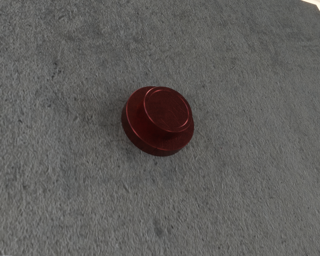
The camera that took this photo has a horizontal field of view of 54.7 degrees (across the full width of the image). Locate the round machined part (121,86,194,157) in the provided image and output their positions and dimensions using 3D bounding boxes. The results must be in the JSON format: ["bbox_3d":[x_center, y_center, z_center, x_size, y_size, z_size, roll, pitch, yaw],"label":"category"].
[{"bbox_3d":[0.003,-0.015,0.406,0.099,0.042,0.098,14,56,-21],"label":"round machined part"}]
